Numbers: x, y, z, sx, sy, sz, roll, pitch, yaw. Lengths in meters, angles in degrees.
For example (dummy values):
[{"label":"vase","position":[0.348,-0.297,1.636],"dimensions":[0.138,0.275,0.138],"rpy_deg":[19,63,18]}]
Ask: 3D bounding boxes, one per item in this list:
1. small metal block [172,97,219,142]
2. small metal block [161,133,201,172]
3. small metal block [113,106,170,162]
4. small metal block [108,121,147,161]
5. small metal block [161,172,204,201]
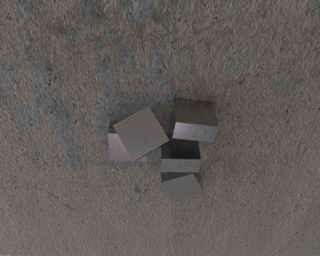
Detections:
[{"label":"small metal block","position":[0.041,-0.011,0.382],"dimensions":[0.050,0.050,0.025],"rpy_deg":[6,130,-5]},{"label":"small metal block","position":[0.026,0.033,0.419],"dimensions":[0.050,0.050,0.025],"rpy_deg":[1,130,-1]},{"label":"small metal block","position":[-0.023,0.008,0.385],"dimensions":[0.050,0.050,0.025],"rpy_deg":[-30,173,-7]},{"label":"small metal block","position":[-0.043,0.019,0.422],"dimensions":[0.050,0.025,0.050],"rpy_deg":[2,130,-2]},{"label":"small metal block","position":[0.035,0.083,0.478],"dimensions":[0.050,0.025,0.050],"rpy_deg":[-18,128,15]}]
